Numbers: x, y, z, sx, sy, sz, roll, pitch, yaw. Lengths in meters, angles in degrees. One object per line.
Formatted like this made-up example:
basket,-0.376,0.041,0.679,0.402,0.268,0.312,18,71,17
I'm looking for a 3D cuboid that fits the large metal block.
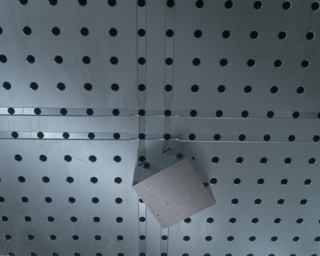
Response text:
large metal block,0.019,0.080,0.430,0.080,0.050,0.080,-30,108,10
